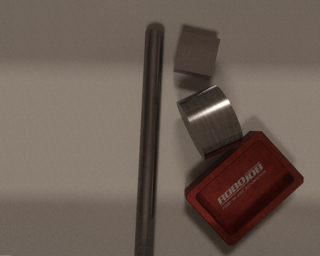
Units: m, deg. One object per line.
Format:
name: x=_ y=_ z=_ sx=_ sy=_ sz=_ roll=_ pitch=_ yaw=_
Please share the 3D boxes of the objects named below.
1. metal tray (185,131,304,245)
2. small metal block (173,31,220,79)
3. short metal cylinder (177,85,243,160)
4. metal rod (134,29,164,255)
metal tray: x=0.109 y=0.077 z=0.410 sx=0.130 sy=0.030 sz=0.090 roll=-42 pitch=91 yaw=-1
small metal block: x=0.048 y=-0.096 z=0.412 sx=0.050 sy=0.025 sz=0.050 roll=12 pitch=90 yaw=-1
short metal cylinder: x=0.061 y=-0.007 z=0.385 sx=0.050 sy=0.080 sz=0.080 roll=-25 pitch=90 yaw=0
metal rod: x=-0.014 y=0.022 z=0.411 sx=0.025 sy=0.025 sz=0.298 roll=3 pitch=90 yaw=-1
